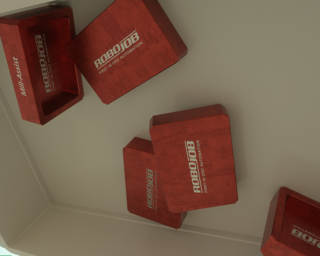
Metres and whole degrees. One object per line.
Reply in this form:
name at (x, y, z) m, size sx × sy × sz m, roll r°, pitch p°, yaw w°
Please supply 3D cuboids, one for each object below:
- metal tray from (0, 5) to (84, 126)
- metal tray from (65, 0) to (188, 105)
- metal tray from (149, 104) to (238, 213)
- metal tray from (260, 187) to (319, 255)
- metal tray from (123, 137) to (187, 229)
metal tray at (-0.143, -0.080, 0.392) m, size 0.030 × 0.090 × 0.129 m, roll 14°, pitch 124°, yaw 21°
metal tray at (-0.044, -0.093, 0.371) m, size 0.130 × 0.030 × 0.090 m, roll -25°, pitch 105°, yaw 37°
metal tray at (0.044, 0.041, 0.384) m, size 0.090 × 0.030 × 0.129 m, roll -10°, pitch 116°, yaw 4°
metal tray at (0.187, 0.130, 0.348) m, size 0.130 × 0.090 × 0.030 m, roll 25°, pitch 127°, yaw 13°
metal tray at (-0.005, 0.083, 0.460) m, size 0.090 × 0.030 × 0.129 m, roll 13°, pitch 124°, yaw 20°
